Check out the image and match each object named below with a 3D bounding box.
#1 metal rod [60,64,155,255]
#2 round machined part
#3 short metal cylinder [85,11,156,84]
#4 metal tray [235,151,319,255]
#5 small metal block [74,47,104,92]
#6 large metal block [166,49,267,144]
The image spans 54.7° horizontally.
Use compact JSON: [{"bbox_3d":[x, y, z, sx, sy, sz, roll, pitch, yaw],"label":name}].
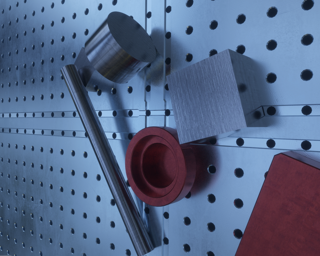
[{"bbox_3d":[-0.082,0.039,0.455,0.025,0.025,0.299,-34,75,34],"label":"metal rod"},{"bbox_3d":[0.005,0.046,0.392,0.098,0.042,0.097,0,90,39],"label":"round machined part"},{"bbox_3d":[-0.052,-0.106,0.414,0.050,0.081,0.080,-34,69,34],"label":"short metal cylinder"},{"bbox_3d":[0.135,0.098,0.294,0.090,0.030,0.129,26,106,36],"label":"metal tray"},{"bbox_3d":[-0.114,-0.094,0.501,0.050,0.025,0.050,49,119,28],"label":"small metal block"},{"bbox_3d":[0.061,-0.030,0.342,0.080,0.050,0.080,-18,79,38],"label":"large metal block"}]
